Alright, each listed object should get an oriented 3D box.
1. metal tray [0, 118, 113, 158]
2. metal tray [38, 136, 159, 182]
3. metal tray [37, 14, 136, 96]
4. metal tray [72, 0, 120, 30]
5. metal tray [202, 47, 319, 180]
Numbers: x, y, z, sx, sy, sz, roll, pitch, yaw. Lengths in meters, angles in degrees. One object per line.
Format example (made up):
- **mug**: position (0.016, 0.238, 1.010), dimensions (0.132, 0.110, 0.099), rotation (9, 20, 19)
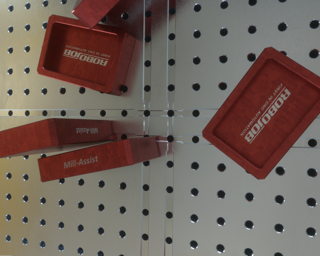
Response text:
- **metal tray**: position (-0.132, 0.012, 0.404), dimensions (0.090, 0.130, 0.030), rotation (-12, 86, 20)
- **metal tray**: position (-0.078, 0.040, 0.406), dimensions (0.130, 0.090, 0.030), rotation (-13, 86, 19)
- **metal tray**: position (-0.109, -0.106, 0.448), dimensions (0.130, 0.030, 0.090), rotation (17, 96, 19)
- **metal tray**: position (-0.055, -0.193, 0.400), dimensions (0.130, 0.090, 0.030), rotation (-40, 120, 15)
- **metal tray**: position (0.124, -0.016, 0.366), dimensions (0.090, 0.030, 0.130), rotation (39, 102, 16)
